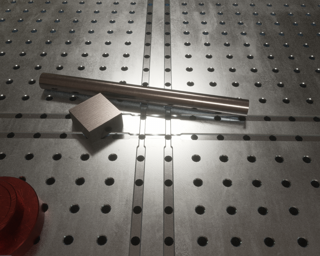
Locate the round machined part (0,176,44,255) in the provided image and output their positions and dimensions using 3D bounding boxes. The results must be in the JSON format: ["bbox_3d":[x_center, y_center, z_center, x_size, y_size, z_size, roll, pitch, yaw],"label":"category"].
[{"bbox_3d":[-0.175,0.091,0.318,0.099,0.042,0.098,0,50,0],"label":"round machined part"}]

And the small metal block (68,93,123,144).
[{"bbox_3d":[-0.086,-0.014,0.419,0.050,0.025,0.050,-34,58,-25],"label":"small metal block"}]

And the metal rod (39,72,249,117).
[{"bbox_3d":[-0.027,-0.049,0.448,0.302,0.025,0.025,8,51,6],"label":"metal rod"}]
